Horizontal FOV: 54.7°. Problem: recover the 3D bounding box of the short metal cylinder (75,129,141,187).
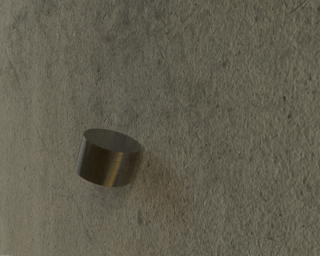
[{"bbox_3d":[-0.072,0.039,0.429,0.080,0.081,0.050,29,108,36],"label":"short metal cylinder"}]
